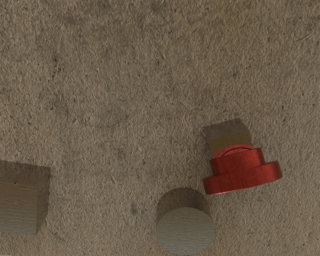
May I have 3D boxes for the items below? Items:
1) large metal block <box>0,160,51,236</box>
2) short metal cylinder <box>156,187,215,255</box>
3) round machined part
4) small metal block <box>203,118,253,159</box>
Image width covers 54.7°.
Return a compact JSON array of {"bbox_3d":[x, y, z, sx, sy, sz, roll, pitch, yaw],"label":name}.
[{"bbox_3d":[-0.202,0.095,0.429,0.081,0.050,0.079,9,110,-4],"label":"large metal block"},{"bbox_3d":[0.035,0.134,0.446,0.081,0.050,0.079,0,110,-1],"label":"short metal cylinder"},{"bbox_3d":[0.102,0.053,0.399,0.098,0.098,0.042,-15,81,5],"label":"round machined part"},{"bbox_3d":[0.086,0.012,0.402,0.050,0.050,0.025,-15,109,5],"label":"small metal block"}]
